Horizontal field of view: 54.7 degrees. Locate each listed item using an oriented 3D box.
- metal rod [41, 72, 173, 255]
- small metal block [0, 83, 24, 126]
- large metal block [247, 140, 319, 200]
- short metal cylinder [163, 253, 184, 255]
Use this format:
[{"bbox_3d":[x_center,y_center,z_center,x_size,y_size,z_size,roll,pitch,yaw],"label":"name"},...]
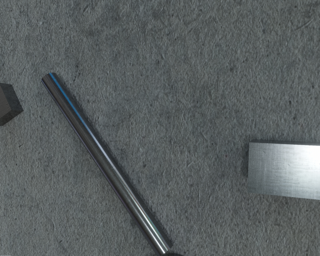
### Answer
[{"bbox_3d":[-0.080,0.043,0.435,0.025,0.025,0.299,-40,78,15],"label":"metal rod"},{"bbox_3d":[-0.256,-0.037,0.497,0.050,0.025,0.050,-31,80,17],"label":"small metal block"},{"bbox_3d":[0.139,0.040,0.331,0.080,0.080,0.050,2,91,19],"label":"large metal block"},{"bbox_3d":[0.012,0.208,0.391,0.080,0.050,0.079,0,90,19],"label":"short metal cylinder"}]
